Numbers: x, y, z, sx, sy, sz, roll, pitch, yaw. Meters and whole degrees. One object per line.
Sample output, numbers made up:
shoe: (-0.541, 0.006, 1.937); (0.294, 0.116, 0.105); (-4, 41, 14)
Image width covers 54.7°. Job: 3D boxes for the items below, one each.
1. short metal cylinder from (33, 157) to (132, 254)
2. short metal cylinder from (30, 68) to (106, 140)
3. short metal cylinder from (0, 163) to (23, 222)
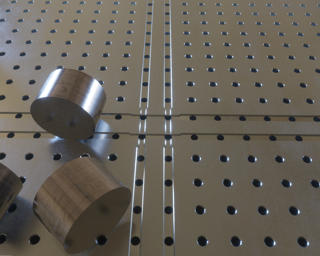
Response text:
short metal cylinder: (-0.075, 0.075, 0.308); (0.050, 0.080, 0.080); (37, 59, 26)
short metal cylinder: (-0.115, -0.029, 0.394); (0.080, 0.080, 0.050); (7, 51, 5)
short metal cylinder: (-0.192, 0.064, 0.315); (0.080, 0.080, 0.050); (13, 51, 10)
